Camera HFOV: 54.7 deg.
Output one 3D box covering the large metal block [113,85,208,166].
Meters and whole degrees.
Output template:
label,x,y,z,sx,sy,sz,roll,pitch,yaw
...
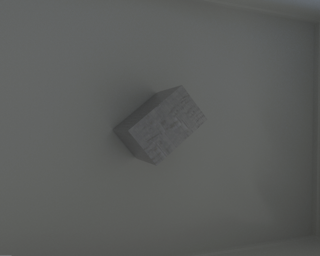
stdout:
label,x,y,z,sx,sy,sz,roll,pitch,yaw
large metal block,-0.003,-0.004,0.378,0.080,0.080,0.050,-41,104,-15
